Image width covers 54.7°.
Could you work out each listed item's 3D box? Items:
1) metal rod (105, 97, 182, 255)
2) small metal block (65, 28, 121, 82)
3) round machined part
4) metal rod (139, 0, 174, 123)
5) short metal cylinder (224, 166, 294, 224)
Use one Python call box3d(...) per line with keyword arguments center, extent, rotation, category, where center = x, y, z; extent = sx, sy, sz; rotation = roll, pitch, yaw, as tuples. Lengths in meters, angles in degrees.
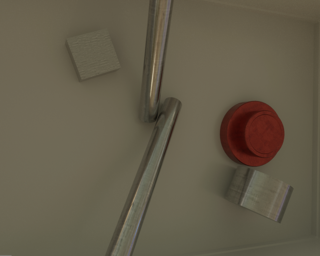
box3d(center=(-0.025, 0.082, 0.334), extent=(0.025, 0.025, 0.300), rotation=(33, 53, -17), category="metal rod")
box3d(center=(-0.082, -0.089, 0.381), extent=(0.050, 0.025, 0.050), rotation=(-22, 98, -19), category="small metal block")
box3d(center=(0.142, 0.008, 0.456), extent=(0.099, 0.042, 0.097), rotation=(0, 90, -21), category="round machined part")
box3d(center=(0.002, -0.133, 0.321), extent=(0.025, 0.025, 0.298), rotation=(-7, 129, -20), category="metal rod")
box3d(center=(0.137, 0.093, 0.434), extent=(0.080, 0.080, 0.050), rotation=(27, 81, -18), category="short metal cylinder")
